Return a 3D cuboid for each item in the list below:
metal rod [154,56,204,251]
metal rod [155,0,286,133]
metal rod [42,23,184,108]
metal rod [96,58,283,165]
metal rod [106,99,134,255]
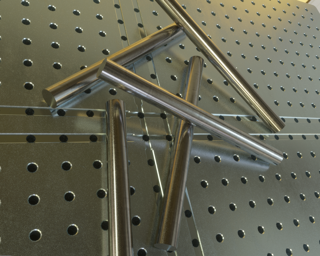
[{"bbox_3d":[0.033,0.010,0.421,0.025,0.025,0.300,24,53,-15],"label":"metal rod"},{"bbox_3d":[0.099,-0.109,0.509,0.300,0.025,0.025,47,51,-4],"label":"metal rod"},{"bbox_3d":[-0.039,-0.110,0.455,0.025,0.025,0.302,47,51,4],"label":"metal rod"},{"bbox_3d":[0.057,-0.011,0.416,0.302,0.025,0.025,25,52,-25],"label":"metal rod"},{"bbox_3d":[-0.042,0.100,0.325,0.025,0.025,0.299,8,58,-25],"label":"metal rod"}]
